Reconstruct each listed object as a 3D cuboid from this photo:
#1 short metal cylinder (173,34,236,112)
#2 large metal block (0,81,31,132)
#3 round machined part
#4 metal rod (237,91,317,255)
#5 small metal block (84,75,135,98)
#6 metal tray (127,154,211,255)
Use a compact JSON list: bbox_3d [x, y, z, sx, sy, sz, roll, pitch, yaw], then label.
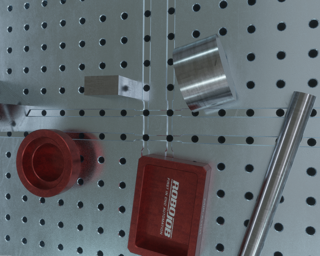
[{"bbox_3d":[0.054,-0.063,0.364,0.050,0.080,0.080,-16,85,19],"label":"short metal cylinder"},{"bbox_3d":[-0.266,-0.037,0.477,0.080,0.080,0.050,36,102,16],"label":"large metal block"},{"bbox_3d":[-0.159,0.050,0.460,0.098,0.042,0.097,0,90,20],"label":"round machined part"},{"bbox_3d":[0.123,0.104,0.369,0.025,0.025,0.298,19,96,19],"label":"metal rod"},{"bbox_3d":[-0.067,-0.055,0.423,0.050,0.050,0.025,2,91,20],"label":"small metal block"},{"bbox_3d":[0.011,0.105,0.405,0.090,0.030,0.129,8,93,19],"label":"metal tray"}]
